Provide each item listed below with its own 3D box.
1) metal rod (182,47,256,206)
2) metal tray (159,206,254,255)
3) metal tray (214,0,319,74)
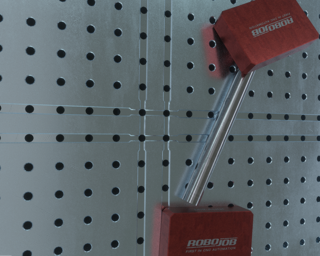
[{"bbox_3d":[0.104,-0.031,0.452,0.025,0.025,0.299,28,81,-18],"label":"metal rod"},{"bbox_3d":[0.066,0.160,0.436,0.131,0.030,0.089,4,89,-20],"label":"metal tray"},{"bbox_3d":[0.157,-0.143,0.454,0.131,0.030,0.090,-24,79,-19],"label":"metal tray"}]
